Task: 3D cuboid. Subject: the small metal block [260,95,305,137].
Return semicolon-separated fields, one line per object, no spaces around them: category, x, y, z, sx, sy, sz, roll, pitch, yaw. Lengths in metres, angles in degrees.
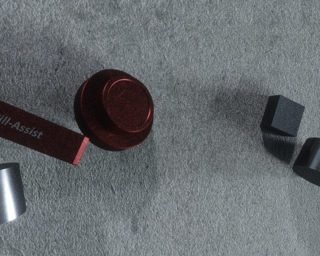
small metal block;0.190;-0.018;0.480;0.050;0.025;0.050;21;83;-19

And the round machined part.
round machined part;-0.046;-0.024;0.365;0.099;0.042;0.098;13;69;-36

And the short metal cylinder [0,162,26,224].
short metal cylinder;-0.182;0.068;0.313;0.081;0.080;0.050;-9;93;-20

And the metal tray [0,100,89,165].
metal tray;-0.145;-0.003;0.320;0.131;0.090;0.030;25;82;-19

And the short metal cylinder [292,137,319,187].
short metal cylinder;0.253;0.057;0.474;0.080;0.080;0.050;34;79;-17
